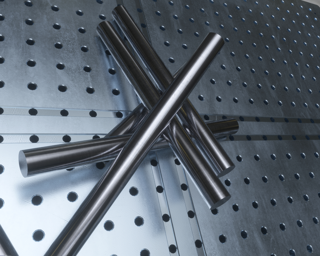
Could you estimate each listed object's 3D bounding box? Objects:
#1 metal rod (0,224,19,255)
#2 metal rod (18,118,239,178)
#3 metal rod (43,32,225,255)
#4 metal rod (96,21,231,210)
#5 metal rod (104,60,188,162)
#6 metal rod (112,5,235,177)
[{"bbox_3d":[-0.133,0.117,0.265,0.025,0.025,0.300,-29,78,-37],"label":"metal rod"},{"bbox_3d":[-0.007,0.015,0.372,0.302,0.025,0.025,-9,66,-39],"label":"metal rod"},{"bbox_3d":[-0.015,0.009,0.329,0.025,0.025,0.300,37,71,-4],"label":"metal rod"},{"bbox_3d":[-0.010,-0.036,0.382,0.025,0.025,0.299,-12,55,-33],"label":"metal rod"},{"bbox_3d":[0.013,-0.057,0.448,0.025,0.025,0.301,42,51,1],"label":"metal rod"},{"bbox_3d":[0.006,-0.065,0.419,0.025,0.025,0.299,-12,58,-33],"label":"metal rod"}]
